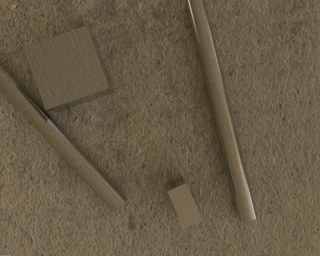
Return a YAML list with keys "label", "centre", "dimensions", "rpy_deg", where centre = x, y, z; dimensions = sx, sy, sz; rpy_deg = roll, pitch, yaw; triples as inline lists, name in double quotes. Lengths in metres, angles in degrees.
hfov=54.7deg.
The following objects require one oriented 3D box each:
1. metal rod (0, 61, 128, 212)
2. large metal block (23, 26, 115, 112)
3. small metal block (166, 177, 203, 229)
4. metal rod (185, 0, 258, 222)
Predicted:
- label: "metal rod"
  centre: [-0.154, -0.008, 0.407]
  dimensions: [0.025, 0.025, 0.300]
  rpy_deg: [-43, 91, 0]
- label: "large metal block"
  centre: [-0.112, -0.072, 0.396]
  dimensions: [0.080, 0.050, 0.080]
  rpy_deg: [-20, 90, -1]
- label: "small metal block"
  centre: [0.030, 0.094, 0.398]
  dimensions: [0.025, 0.050, 0.050]
  rpy_deg: [-24, 90, 0]
- label: "metal rod"
  centre: [0.081, -0.025, 0.411]
  dimensions: [0.025, 0.025, 0.298]
  rpy_deg: [-14, 90, 0]
